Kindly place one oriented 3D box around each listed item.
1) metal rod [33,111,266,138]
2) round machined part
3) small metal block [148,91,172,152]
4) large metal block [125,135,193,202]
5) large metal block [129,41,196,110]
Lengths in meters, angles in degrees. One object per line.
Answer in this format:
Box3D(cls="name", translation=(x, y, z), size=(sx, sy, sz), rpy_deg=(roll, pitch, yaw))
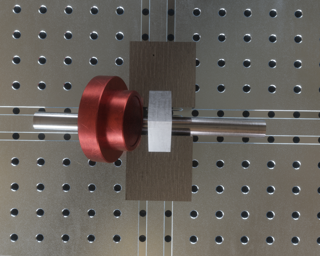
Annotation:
Box3D(cls="metal rod", translation=(-0.013, -0.004, 0.413), size=(0.302, 0.025, 0.025), rpy_deg=(2, 90, 0))
Box3D(cls="round machined part", translation=(-0.049, -0.009, 0.347), size=(0.042, 0.098, 0.097), rpy_deg=(4, 90, 14))
Box3D(cls="small metal block", translation=(0.000, -0.008, 0.357), size=(0.025, 0.050, 0.050), rpy_deg=(1, 46, 0))
Box3D(cls="large metal block", translation=(-0.001, 0.049, 0.401), size=(0.081, 0.050, 0.079), rpy_deg=(1, 90, 0))
Box3D(cls="large metal block", translation=(0.003, -0.065, 0.401), size=(0.081, 0.050, 0.079), rpy_deg=(1, 90, 0))
